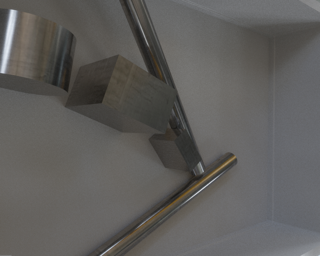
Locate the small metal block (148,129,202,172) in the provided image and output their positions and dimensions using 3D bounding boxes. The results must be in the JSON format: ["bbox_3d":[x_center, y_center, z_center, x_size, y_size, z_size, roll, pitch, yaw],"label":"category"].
[{"bbox_3d":[0.020,0.028,0.409,0.025,0.050,0.050,-44,117,-31],"label":"small metal block"}]

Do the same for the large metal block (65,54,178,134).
[{"bbox_3d":[-0.042,-0.031,0.337,0.080,0.080,0.050,27,73,-37],"label":"large metal block"}]

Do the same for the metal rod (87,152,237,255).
[{"bbox_3d":[0.009,0.108,0.416,0.302,0.025,0.025,-28,108,-37],"label":"metal rod"}]

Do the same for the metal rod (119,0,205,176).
[{"bbox_3d":[0.004,-0.057,0.379,0.025,0.025,0.299,-44,127,-31],"label":"metal rod"}]

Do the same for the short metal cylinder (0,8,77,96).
[{"bbox_3d":[-0.119,-0.062,0.272,0.081,0.080,0.050,12,82,-40],"label":"short metal cylinder"}]
